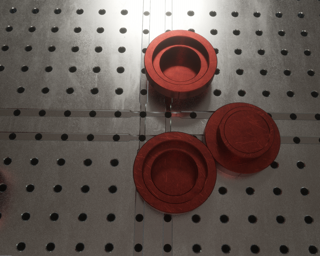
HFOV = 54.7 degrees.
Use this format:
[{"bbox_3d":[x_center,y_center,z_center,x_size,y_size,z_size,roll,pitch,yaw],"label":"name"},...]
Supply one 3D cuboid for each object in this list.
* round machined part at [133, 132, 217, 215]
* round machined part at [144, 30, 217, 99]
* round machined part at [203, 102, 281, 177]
[{"bbox_3d":[0.018,0.057,0.382,0.099,0.042,0.098,0,70,-1],"label":"round machined part"},{"bbox_3d":[0.028,-0.084,0.434,0.099,0.042,0.098,0,70,-1],"label":"round machined part"},{"bbox_3d":[0.107,0.011,0.400,0.099,0.042,0.098,0,70,-1],"label":"round machined part"}]
